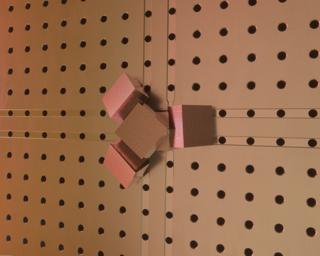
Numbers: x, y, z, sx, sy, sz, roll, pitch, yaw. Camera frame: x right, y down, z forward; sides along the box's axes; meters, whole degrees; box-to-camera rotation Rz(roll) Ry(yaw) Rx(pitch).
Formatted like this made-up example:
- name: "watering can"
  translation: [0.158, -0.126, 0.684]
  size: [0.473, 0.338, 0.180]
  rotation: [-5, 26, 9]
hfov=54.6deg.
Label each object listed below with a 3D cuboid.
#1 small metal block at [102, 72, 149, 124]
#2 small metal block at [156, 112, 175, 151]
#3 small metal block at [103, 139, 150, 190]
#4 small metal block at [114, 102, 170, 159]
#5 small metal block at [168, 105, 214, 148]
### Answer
- name: "small metal block"
  translation: [-0.047, -0.040, 0.417]
  size: [0.050, 0.025, 0.050]
  rotation: [-48, 40, 13]
- name: "small metal block"
  translation: [-0.007, 0.003, 0.416]
  size: [0.050, 0.025, 0.050]
  rotation: [2, 93, 20]
- name: "small metal block"
  translation: [-0.046, 0.047, 0.416]
  size: [0.050, 0.025, 0.050]
  rotation: [47, 142, 14]
- name: "small metal block"
  translation: [-0.020, 0.003, 0.393]
  size: [0.050, 0.025, 0.050]
  rotation: [43, 103, 14]
- name: "small metal block"
  translation: [0.039, -0.002, 0.383]
  size: [0.025, 0.050, 0.050]
  rotation: [-4, 88, 53]
